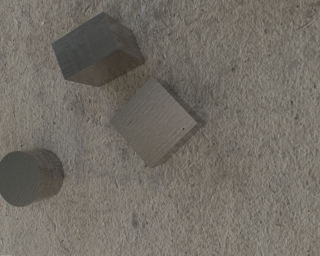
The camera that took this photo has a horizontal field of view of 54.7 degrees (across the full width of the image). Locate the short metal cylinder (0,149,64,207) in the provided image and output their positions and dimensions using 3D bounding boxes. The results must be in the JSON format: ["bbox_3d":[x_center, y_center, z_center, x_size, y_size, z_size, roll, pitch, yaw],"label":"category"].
[{"bbox_3d":[-0.193,0.072,0.464,0.080,0.050,0.080,0,90,20],"label":"short metal cylinder"}]

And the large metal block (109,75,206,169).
[{"bbox_3d":[-0.002,-0.007,0.396,0.080,0.050,0.080,-46,76,14],"label":"large metal block"}]

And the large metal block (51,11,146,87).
[{"bbox_3d":[-0.077,-0.098,0.407,0.080,0.080,0.050,-24,82,18],"label":"large metal block"}]
